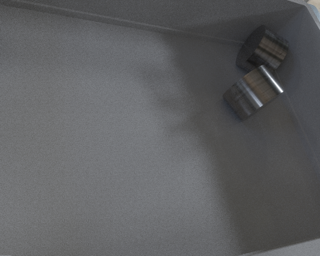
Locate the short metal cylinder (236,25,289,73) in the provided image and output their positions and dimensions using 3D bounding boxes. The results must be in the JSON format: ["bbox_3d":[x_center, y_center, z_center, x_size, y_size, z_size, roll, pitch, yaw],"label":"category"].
[{"bbox_3d":[0.181,-0.135,0.553,0.050,0.080,0.080,29,52,-11],"label":"short metal cylinder"}]

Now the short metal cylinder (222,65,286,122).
[{"bbox_3d":[0.146,-0.053,0.484,0.081,0.080,0.050,-27,77,-37],"label":"short metal cylinder"}]
